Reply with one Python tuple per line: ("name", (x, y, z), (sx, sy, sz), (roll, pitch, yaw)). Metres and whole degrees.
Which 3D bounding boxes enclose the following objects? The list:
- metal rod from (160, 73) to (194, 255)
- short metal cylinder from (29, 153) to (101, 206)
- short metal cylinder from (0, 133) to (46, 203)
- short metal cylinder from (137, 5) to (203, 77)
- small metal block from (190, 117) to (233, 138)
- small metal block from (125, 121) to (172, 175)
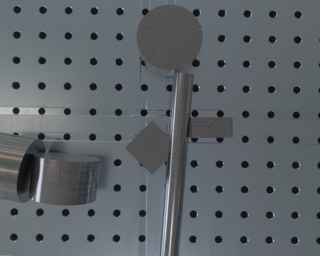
("metal rod", (0.018, 0.081, 0.395), (0.025, 0.025, 0.298), (4, 97, 0))
("short metal cylinder", (-0.117, 0.061, 0.385), (0.081, 0.080, 0.050), (6, 90, 0))
("short metal cylinder", (-0.183, 0.048, 0.384), (0.050, 0.080, 0.080), (10, 90, 0))
("short metal cylinder", (0.012, -0.110, 0.400), (0.081, 0.050, 0.079), (0, 89, 0))
("small metal block", (0.063, -0.001, 0.401), (0.050, 0.050, 0.025), (-1, 91, 0))
("small metal block", (-0.010, 0.026, 0.413), (0.050, 0.025, 0.050), (-45, 90, 0))
